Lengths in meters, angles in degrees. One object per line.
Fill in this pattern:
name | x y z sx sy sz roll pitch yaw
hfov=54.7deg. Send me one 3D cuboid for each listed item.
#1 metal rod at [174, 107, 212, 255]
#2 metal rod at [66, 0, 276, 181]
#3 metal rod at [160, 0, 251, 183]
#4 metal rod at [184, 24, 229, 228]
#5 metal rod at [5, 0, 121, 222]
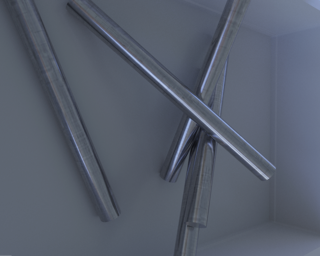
metal rod | 0.050 0.041 0.403 0.025 0.025 0.300 34 55 -35
metal rod | 0.020 -0.040 0.357 0.300 0.025 0.025 40 64 -10
metal rod | 0.061 -0.066 0.374 0.025 0.025 0.298 5 113 -40
metal rod | 0.069 -0.023 0.409 0.025 0.025 0.300 35 55 -35
metal rod | -0.104 -0.035 0.319 0.025 0.025 0.298 -30 109 -36
